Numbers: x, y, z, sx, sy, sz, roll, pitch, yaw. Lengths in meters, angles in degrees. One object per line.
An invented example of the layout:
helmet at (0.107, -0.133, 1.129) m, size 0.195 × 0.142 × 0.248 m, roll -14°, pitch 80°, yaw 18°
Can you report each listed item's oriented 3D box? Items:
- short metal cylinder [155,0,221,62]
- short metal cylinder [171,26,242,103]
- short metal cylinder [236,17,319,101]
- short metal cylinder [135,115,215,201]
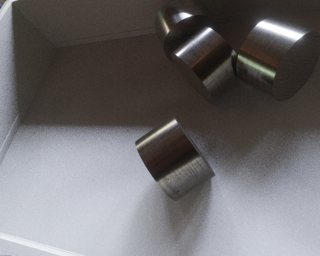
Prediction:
short metal cylinder at (0.038, -0.135, 0.434) m, size 0.080 × 0.080 × 0.050 m, roll -27°, pitch 53°, yaw 11°
short metal cylinder at (0.059, -0.078, 0.387) m, size 0.050 × 0.080 × 0.080 m, roll -41°, pitch 51°, yaw 1°
short metal cylinder at (0.133, -0.077, 0.348) m, size 0.080 × 0.080 × 0.050 m, roll -46°, pitch 51°, yaw -4°
short metal cylinder at (0.017, 0.033, 0.342) m, size 0.050 × 0.080 × 0.080 m, roll -35°, pitch 51°, yaw 5°
